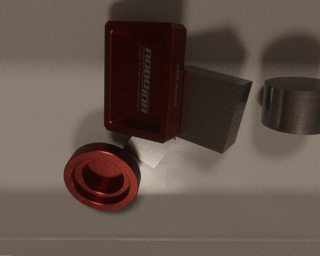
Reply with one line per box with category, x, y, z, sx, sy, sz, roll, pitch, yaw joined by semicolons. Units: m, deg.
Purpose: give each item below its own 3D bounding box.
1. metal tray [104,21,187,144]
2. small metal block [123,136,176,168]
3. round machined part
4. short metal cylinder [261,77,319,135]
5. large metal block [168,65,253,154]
metal tray;-0.020;-0.055;0.360;0.090;0.030;0.129;12;108;28
small metal block;-0.014;0.018;0.418;0.050;0.025;0.050;33;106;-12
round machined part;-0.074;0.060;0.417;0.099;0.042;0.097;3;119;5
short metal cylinder;0.166;-0.029;0.374;0.081;0.080;0.050;-2;110;0
large metal block;0.055;-0.026;0.372;0.080;0.050;0.079;20;112;24
